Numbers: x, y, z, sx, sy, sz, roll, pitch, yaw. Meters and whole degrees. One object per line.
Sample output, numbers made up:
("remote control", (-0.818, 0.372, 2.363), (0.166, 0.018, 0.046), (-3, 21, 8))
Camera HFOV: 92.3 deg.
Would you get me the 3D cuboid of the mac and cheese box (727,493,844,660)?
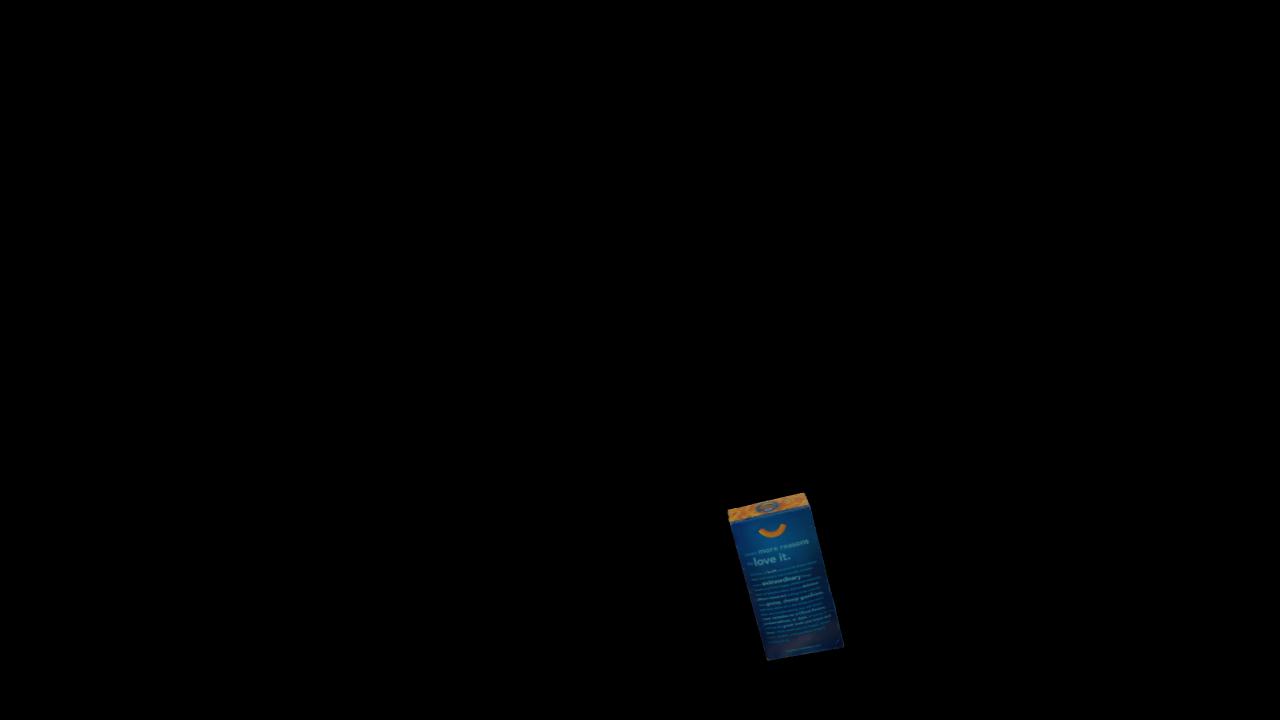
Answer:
("mac and cheese box", (0.168, 0.251, 0.707), (0.093, 0.184, 0.041), (-14, 12, 8))
